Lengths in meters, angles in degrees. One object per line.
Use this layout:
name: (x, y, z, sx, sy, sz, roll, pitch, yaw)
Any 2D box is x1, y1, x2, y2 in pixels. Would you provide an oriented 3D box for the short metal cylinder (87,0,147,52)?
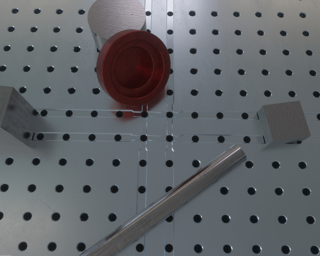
short metal cylinder: (-0.060, -0.147, 0.452, 0.081, 0.050, 0.080, 0, 70, 0)

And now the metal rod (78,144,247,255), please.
metal rod: (-0.020, 0.113, 0.370, 0.301, 0.025, 0.025, -33, 74, -12)

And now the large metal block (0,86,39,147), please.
large metal block: (-0.212, -0.015, 0.386, 0.080, 0.080, 0.050, 6, 70, 2)

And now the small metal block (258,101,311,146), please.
small metal block: (0.165, -0.006, 0.415, 0.050, 0.025, 0.050, -7, 70, -3)

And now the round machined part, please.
round machined part: (-0.038, -0.081, 0.413, 0.098, 0.098, 0.042, -39, 36, -13)
